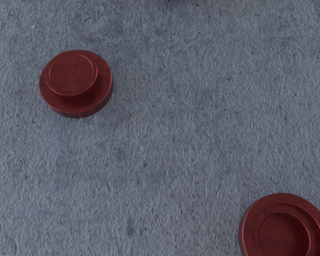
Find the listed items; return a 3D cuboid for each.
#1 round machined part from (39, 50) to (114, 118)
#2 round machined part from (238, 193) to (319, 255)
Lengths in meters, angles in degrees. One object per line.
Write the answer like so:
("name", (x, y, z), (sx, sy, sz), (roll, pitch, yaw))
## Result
("round machined part", (-0.115, -0.066, 0.422), (0.099, 0.042, 0.098), (0, 70, 0))
("round machined part", (0.138, 0.126, 0.354), (0.099, 0.042, 0.098), (0, 70, 0))
